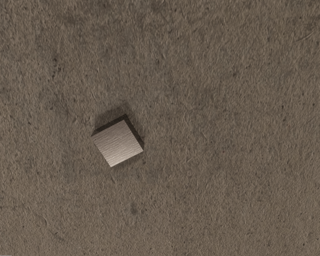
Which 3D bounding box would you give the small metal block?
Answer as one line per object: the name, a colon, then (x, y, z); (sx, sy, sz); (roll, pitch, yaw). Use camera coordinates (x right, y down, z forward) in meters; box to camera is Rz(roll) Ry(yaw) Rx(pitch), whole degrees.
small metal block: (-0.056, 0.017, 0.415); (0.050, 0.025, 0.050); (-27, 108, 9)
